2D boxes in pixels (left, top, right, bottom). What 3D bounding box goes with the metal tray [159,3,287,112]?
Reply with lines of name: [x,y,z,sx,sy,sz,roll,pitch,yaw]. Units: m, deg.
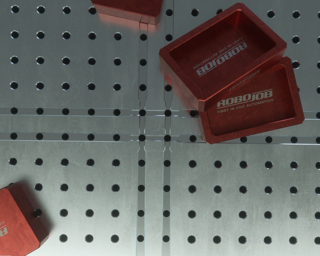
metal tray: [0.076,-0.091,0.387,0.131,0.030,0.090,-33,69,-9]

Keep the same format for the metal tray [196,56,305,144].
metal tray: [0.114,-0.036,0.412,0.131,0.030,0.089,-13,90,-1]

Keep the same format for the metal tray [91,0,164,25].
metal tray: [-0.032,-0.213,0.410,0.091,0.030,0.129,12,90,-1]

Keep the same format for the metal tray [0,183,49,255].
metal tray: [-0.229,0.144,0.408,0.130,0.030,0.090,-30,90,-1]
